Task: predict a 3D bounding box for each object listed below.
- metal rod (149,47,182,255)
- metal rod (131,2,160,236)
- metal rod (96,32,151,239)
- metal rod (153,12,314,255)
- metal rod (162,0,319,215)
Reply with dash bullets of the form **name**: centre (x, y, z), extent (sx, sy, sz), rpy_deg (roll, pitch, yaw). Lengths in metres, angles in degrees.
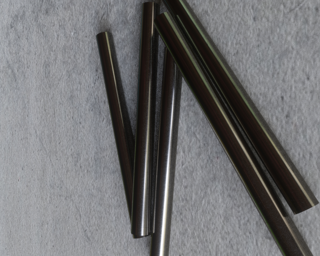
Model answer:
- **metal rod**: centre (0.007, 0.048, 0.396), extent (0.025, 0.025, 0.298), rpy_deg (7, 94, 39)
- **metal rod**: centre (-0.019, -0.014, 0.406), extent (0.025, 0.025, 0.298), rpy_deg (0, 86, 39)
- **metal rod**: centre (-0.055, 0.004, 0.447), extent (0.025, 0.025, 0.298), rpy_deg (-20, 78, 38)
- **metal rod**: centre (0.069, -0.002, 0.333), extent (0.025, 0.025, 0.299), rpy_deg (-37, 72, 33)
- **metal rod**: centre (0.074, -0.049, 0.342), extent (0.025, 0.025, 0.299), rpy_deg (-40, 66, 32)
